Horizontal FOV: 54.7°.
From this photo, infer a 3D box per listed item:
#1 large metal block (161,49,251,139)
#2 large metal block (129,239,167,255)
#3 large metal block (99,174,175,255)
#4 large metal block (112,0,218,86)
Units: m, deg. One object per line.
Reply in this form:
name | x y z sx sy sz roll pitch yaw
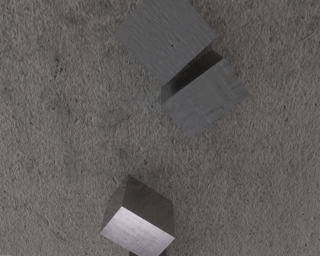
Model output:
large metal block | 0.048 -0.043 0.365 0.080 0.080 0.050 -36 106 12
large metal block | -0.014 0.200 0.454 0.050 0.080 0.079 -3 110 1
large metal block | -0.028 0.121 0.425 0.080 0.080 0.050 34 107 -12
large metal block | 0.006 -0.109 0.356 0.080 0.050 0.080 -42 105 14
